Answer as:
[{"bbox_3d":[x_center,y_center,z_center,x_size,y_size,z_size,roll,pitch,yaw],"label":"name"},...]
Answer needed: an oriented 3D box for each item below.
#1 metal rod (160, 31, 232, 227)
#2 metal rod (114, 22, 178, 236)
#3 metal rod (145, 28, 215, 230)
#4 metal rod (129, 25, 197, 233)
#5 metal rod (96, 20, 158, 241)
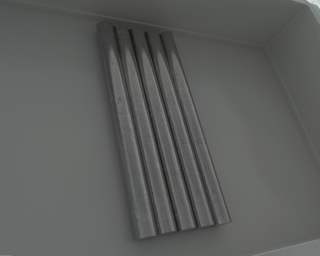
[{"bbox_3d":[0.042,-0.015,0.436,0.025,0.025,0.299,0,62,-28],"label":"metal rod"},{"bbox_3d":[-0.026,-0.017,0.400,0.025,0.025,0.299,0,62,-28],"label":"metal rod"},{"bbox_3d":[0.019,-0.016,0.424,0.025,0.025,0.299,0,62,-28],"label":"metal rod"},{"bbox_3d":[-0.004,-0.016,0.412,0.025,0.025,0.299,0,62,-28],"label":"metal rod"},{"bbox_3d":[-0.047,-0.016,0.388,0.025,0.025,0.299,0,62,-28],"label":"metal rod"}]
